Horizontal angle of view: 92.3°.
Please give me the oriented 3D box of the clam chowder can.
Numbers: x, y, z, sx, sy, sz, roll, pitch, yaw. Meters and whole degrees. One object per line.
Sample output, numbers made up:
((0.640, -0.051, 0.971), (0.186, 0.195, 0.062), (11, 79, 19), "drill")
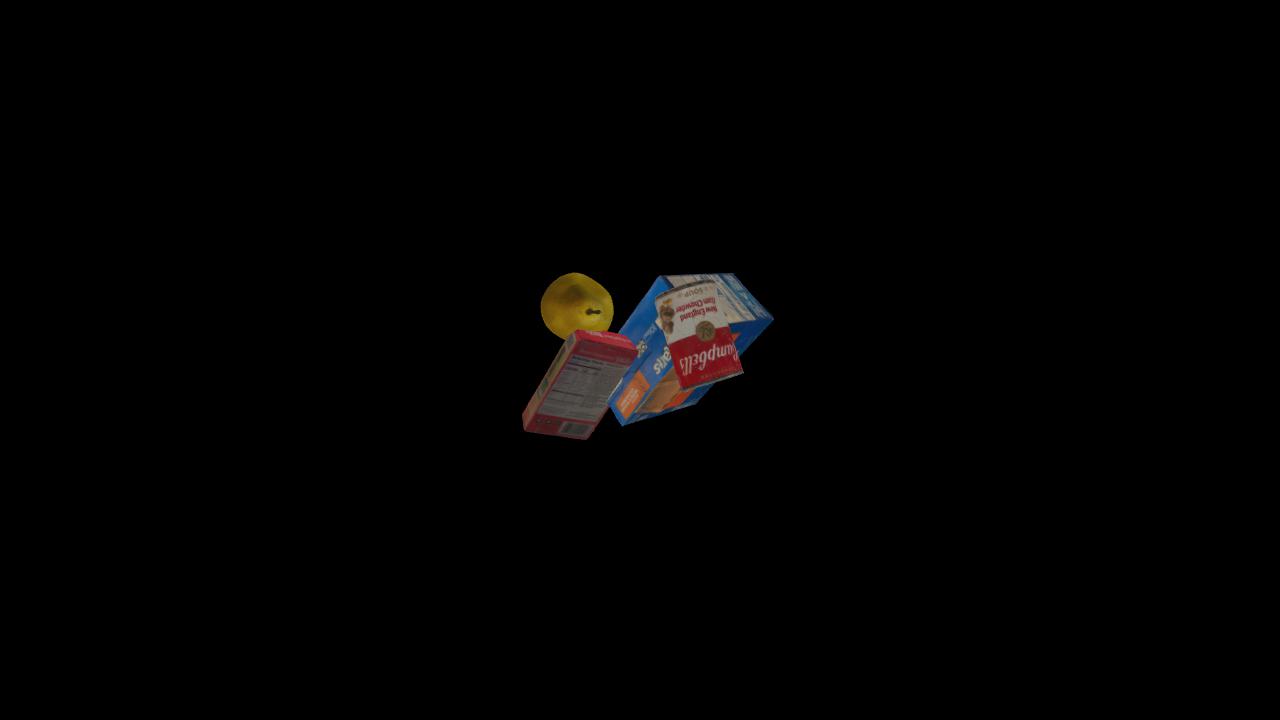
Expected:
((0.060, -0.025, 0.634), (0.068, 0.102, 0.068), (-17, -5, -2), "clam chowder can")

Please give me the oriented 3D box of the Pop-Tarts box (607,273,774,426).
((0.046, -0.014, 0.715), (0.141, 0.083, 0.167), (-11, -32, -48), "Pop-Tarts box")

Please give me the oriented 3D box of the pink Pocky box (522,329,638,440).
((-0.066, 0.029, 0.697), (0.084, 0.029, 0.155), (12, -50, -30), "pink Pocky box")

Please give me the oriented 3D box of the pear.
((-0.065, -0.053, 0.648), (0.080, 0.080, 0.111), (0, 5, -6), "pear")
